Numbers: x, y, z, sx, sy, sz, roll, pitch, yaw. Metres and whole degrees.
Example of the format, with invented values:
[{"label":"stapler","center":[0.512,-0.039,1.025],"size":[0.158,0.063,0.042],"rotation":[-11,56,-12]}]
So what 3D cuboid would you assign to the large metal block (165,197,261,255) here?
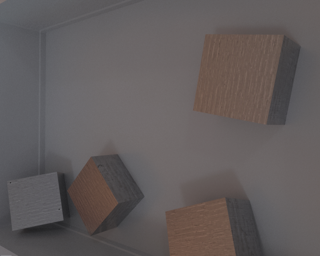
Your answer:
[{"label":"large metal block","center":[0.056,0.124,0.331],"size":[0.080,0.050,0.080],"rotation":[-25,60,36]}]

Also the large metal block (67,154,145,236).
[{"label":"large metal block","center":[-0.082,0.096,0.455],"size":[0.080,0.050,0.080],"rotation":[-51,60,27]}]

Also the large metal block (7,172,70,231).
[{"label":"large metal block","center":[-0.205,0.123,0.528],"size":[0.081,0.050,0.080],"rotation":[-10,80,-6]}]

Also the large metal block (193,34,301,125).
[{"label":"large metal block","center":[0.087,-0.050,0.317],"size":[0.080,0.050,0.079],"rotation":[14,99,38]}]
